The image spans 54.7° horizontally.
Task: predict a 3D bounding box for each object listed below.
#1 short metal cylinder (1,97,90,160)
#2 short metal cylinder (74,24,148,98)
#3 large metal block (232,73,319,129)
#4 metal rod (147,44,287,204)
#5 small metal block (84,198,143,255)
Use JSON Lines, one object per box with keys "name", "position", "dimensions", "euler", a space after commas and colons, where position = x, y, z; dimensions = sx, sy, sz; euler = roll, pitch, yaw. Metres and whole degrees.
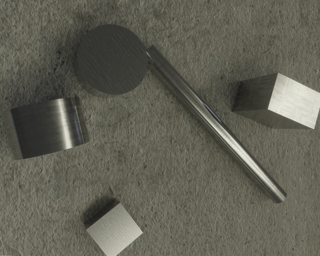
{"name": "short metal cylinder", "position": [-0.122, -0.001, 0.335], "dimensions": [0.081, 0.080, 0.050], "euler": [-14, 95, -20]}
{"name": "short metal cylinder", "position": [-0.061, -0.078, 0.374], "dimensions": [0.081, 0.050, 0.079], "euler": [0, 90, -20]}
{"name": "large metal block", "position": [0.165, -0.035, 0.442], "dimensions": [0.081, 0.080, 0.050], "euler": [20, 84, -19]}
{"name": "metal rod", "position": [0.084, 0.003, 0.441], "dimensions": [0.300, 0.025, 0.025], "euler": [46, 76, -15]}
{"name": "small metal block", "position": [-0.059, 0.126, 0.388], "dimensions": [0.050, 0.025, 0.050], "euler": [-37, 102, -17]}
